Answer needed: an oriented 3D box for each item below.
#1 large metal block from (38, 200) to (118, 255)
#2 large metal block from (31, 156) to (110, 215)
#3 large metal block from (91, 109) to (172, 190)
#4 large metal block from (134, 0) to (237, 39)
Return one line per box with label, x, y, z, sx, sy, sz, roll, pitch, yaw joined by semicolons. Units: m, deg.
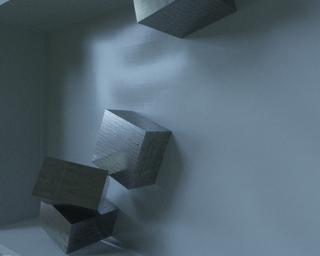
large metal block;-0.126;0.135;0.473;0.080;0.081;0.050;27;111;37
large metal block;-0.114;0.081;0.417;0.080;0.080;0.050;111;172;-68
large metal block;-0.041;0.026;0.424;0.080;0.050;0.079;28;107;36
large metal block;0.027;-0.148;0.349;0.080;0.081;0.050;-15;80;39
